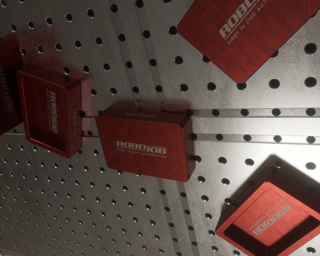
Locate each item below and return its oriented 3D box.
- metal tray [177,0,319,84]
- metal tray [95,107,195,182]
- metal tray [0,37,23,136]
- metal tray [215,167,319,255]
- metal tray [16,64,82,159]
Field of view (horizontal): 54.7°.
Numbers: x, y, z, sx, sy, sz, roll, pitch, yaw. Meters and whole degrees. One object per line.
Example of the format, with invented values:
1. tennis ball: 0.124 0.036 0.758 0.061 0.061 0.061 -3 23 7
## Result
1. metal tray: 0.088 -0.116 0.289 0.090 0.030 0.129 41 129 -1
2. metal tray: -0.020 0.022 0.431 0.130 0.030 0.089 6 121 24
3. metal tray: -0.242 -0.058 0.457 0.030 0.090 0.129 13 124 21
4. metal tray: 0.143 0.121 0.406 0.090 0.030 0.129 33 129 6
5. metal tray: -0.169 -0.023 0.479 0.090 0.030 0.129 20 126 16
